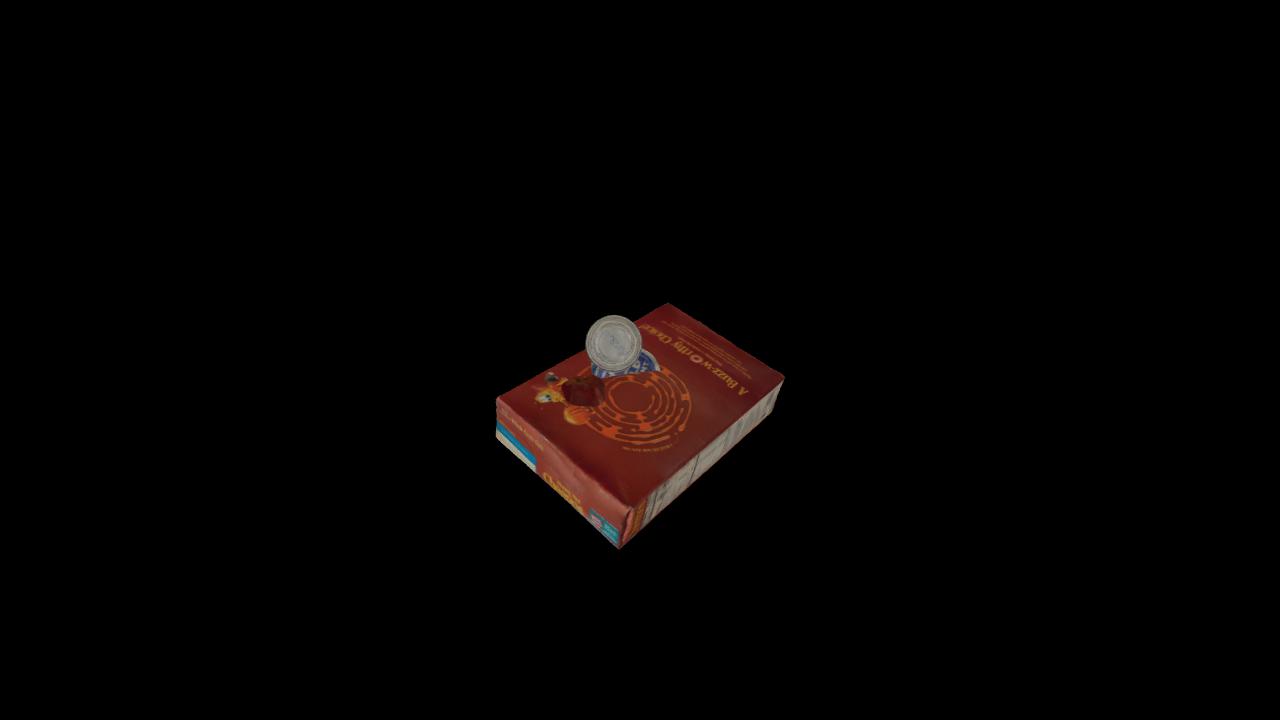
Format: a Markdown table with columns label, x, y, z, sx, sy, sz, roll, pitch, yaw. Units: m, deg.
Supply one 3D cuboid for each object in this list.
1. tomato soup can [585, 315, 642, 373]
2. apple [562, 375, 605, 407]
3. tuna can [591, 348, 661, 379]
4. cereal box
| label | x | y | z | sx | sy | sz | roll | pitch | yaw |
| --- | --- | --- | --- | --- | --- | --- | --- | --- | --- |
| tomato soup can | -0.031 | -0.015 | 0.748 | 0.068 | 0.068 | 0.101 | 0 | -4 | 0 |
| apple | -0.064 | 0.066 | 0.709 | 0.079 | 0.093 | 0.079 | -8 | 17 | 3 |
| tuna can | -0.020 | 0.021 | 0.736 | 0.084 | 0.084 | 0.034 | 0 | 12 | -21 |
| cereal box | 0.007 | 0.057 | 0.742 | 0.203 | 0.081 | 0.306 | 34 | 46 | 25 |
